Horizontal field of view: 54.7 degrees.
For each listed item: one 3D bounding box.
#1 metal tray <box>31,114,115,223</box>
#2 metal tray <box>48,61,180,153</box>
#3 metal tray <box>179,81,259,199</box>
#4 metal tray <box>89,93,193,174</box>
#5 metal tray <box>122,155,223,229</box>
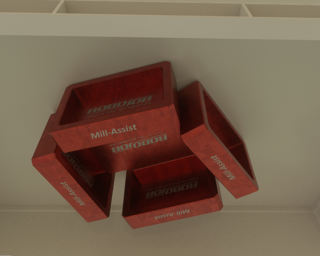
[{"bbox_3d":[-0.104,0.050,0.405,0.030,0.090,0.130,-17,129,13],"label":"metal tray"},{"bbox_3d":[-0.047,-0.025,0.341,0.131,0.090,0.030,-12,129,9],"label":"metal tray"},{"bbox_3d":[0.071,0.016,0.379,0.030,0.090,0.130,-29,125,23],"label":"metal tray"},{"bbox_3d":[-0.028,0.008,0.409,0.130,0.030,0.090,-15,129,12],"label":"metal tray"},{"bbox_3d":[0.015,0.083,0.435,0.130,0.090,0.030,-16,128,12],"label":"metal tray"}]
